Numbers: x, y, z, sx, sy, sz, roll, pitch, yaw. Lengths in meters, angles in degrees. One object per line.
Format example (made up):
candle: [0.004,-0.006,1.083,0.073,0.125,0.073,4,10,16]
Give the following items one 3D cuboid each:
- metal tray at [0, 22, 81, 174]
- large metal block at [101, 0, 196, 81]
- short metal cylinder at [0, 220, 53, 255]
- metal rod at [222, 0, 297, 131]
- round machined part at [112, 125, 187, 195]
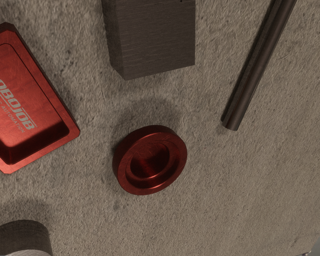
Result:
metal tray: [-0.150,-0.024,0.306,0.090,0.030,0.129,-30,129,-9]
large metal block: [-0.011,-0.103,0.322,0.081,0.050,0.079,-17,125,-19]
short metal cylinder: [-0.180,0.165,0.395,0.081,0.050,0.079,-14,124,-21]
metal rod: [0.150,-0.132,0.409,0.025,0.025,0.298,5,116,-31]
round machined part: [-0.017,0.038,0.412,0.099,0.042,0.097,-14,125,-21]
